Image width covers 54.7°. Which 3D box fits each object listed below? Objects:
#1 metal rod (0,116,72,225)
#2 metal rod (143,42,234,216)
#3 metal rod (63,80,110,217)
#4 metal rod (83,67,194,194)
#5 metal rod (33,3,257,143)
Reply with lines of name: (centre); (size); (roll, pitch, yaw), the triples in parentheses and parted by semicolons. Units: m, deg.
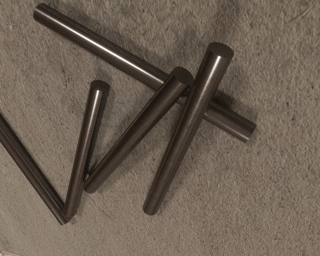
metal rod: (-0.255, 0.059, 0.574); (0.025, 0.025, 0.299); (-17, 110, 34)
metal rod: (0.020, 0.028, 0.388); (0.025, 0.025, 0.298); (29, 135, 9)
metal rod: (-0.126, 0.052, 0.502); (0.025, 0.025, 0.298); (30, 128, 9)
metal rod: (-0.048, 0.023, 0.425); (0.025, 0.025, 0.298); (42, 135, -1)
metal rod: (-0.024, -0.070, 0.374); (0.301, 0.025, 0.025); (31, 128, 7)
